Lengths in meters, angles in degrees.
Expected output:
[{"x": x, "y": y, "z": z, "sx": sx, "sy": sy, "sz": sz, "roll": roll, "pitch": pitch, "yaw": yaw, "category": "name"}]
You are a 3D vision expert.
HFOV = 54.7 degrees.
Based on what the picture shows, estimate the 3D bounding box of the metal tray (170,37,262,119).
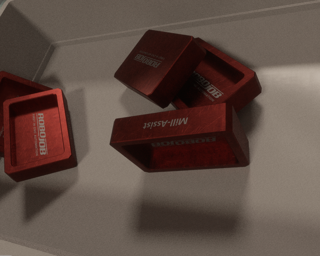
[{"x": 0.052, "y": -0.058, "z": 0.398, "sx": 0.090, "sy": 0.030, "sz": 0.130, "roll": -40, "pitch": 44, "yaw": 0, "category": "metal tray"}]

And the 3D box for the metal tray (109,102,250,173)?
[{"x": 0.024, "y": 0.016, "z": 0.340, "sx": 0.130, "sy": 0.090, "sz": 0.030, "roll": -7, "pitch": 59, "yaw": 24, "category": "metal tray"}]

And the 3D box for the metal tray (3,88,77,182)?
[{"x": -0.180, "y": 0.007, "z": 0.461, "sx": 0.091, "sy": 0.030, "sz": 0.130, "roll": -14, "pitch": 59, "yaw": -8, "category": "metal tray"}]

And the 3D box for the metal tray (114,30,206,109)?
[{"x": -0.006, "y": -0.086, "z": 0.425, "sx": 0.090, "sy": 0.030, "sz": 0.130, "roll": -53, "pitch": 34, "yaw": -1, "category": "metal tray"}]

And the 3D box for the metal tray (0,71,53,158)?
[{"x": -0.236, "y": -0.019, "z": 0.498, "sx": 0.030, "sy": 0.091, "sz": 0.130, "roll": -41, "pitch": 33, "yaw": 58, "category": "metal tray"}]
